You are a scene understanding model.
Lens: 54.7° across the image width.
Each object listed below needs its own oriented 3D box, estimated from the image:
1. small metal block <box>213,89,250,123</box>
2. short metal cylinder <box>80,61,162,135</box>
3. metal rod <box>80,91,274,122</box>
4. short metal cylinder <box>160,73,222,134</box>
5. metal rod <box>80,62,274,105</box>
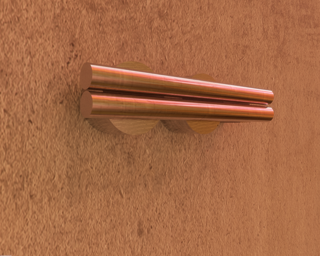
[{"bbox_3d":[0.111,-0.033,0.484,0.025,0.050,0.050,-2,91,-40],"label":"small metal block"},{"bbox_3d":[-0.042,-0.032,0.353,0.081,0.050,0.080,0,90,-40],"label":"short metal cylinder"},{"bbox_3d":[0.048,-0.021,0.380,0.302,0.025,0.025,0,90,-40],"label":"metal rod"},{"bbox_3d":[0.042,-0.032,0.425,0.081,0.050,0.080,0,90,-40],"label":"short metal cylinder"},{"bbox_3d":[0.048,-0.047,0.380,0.302,0.025,0.025,0,90,-40],"label":"metal rod"}]
